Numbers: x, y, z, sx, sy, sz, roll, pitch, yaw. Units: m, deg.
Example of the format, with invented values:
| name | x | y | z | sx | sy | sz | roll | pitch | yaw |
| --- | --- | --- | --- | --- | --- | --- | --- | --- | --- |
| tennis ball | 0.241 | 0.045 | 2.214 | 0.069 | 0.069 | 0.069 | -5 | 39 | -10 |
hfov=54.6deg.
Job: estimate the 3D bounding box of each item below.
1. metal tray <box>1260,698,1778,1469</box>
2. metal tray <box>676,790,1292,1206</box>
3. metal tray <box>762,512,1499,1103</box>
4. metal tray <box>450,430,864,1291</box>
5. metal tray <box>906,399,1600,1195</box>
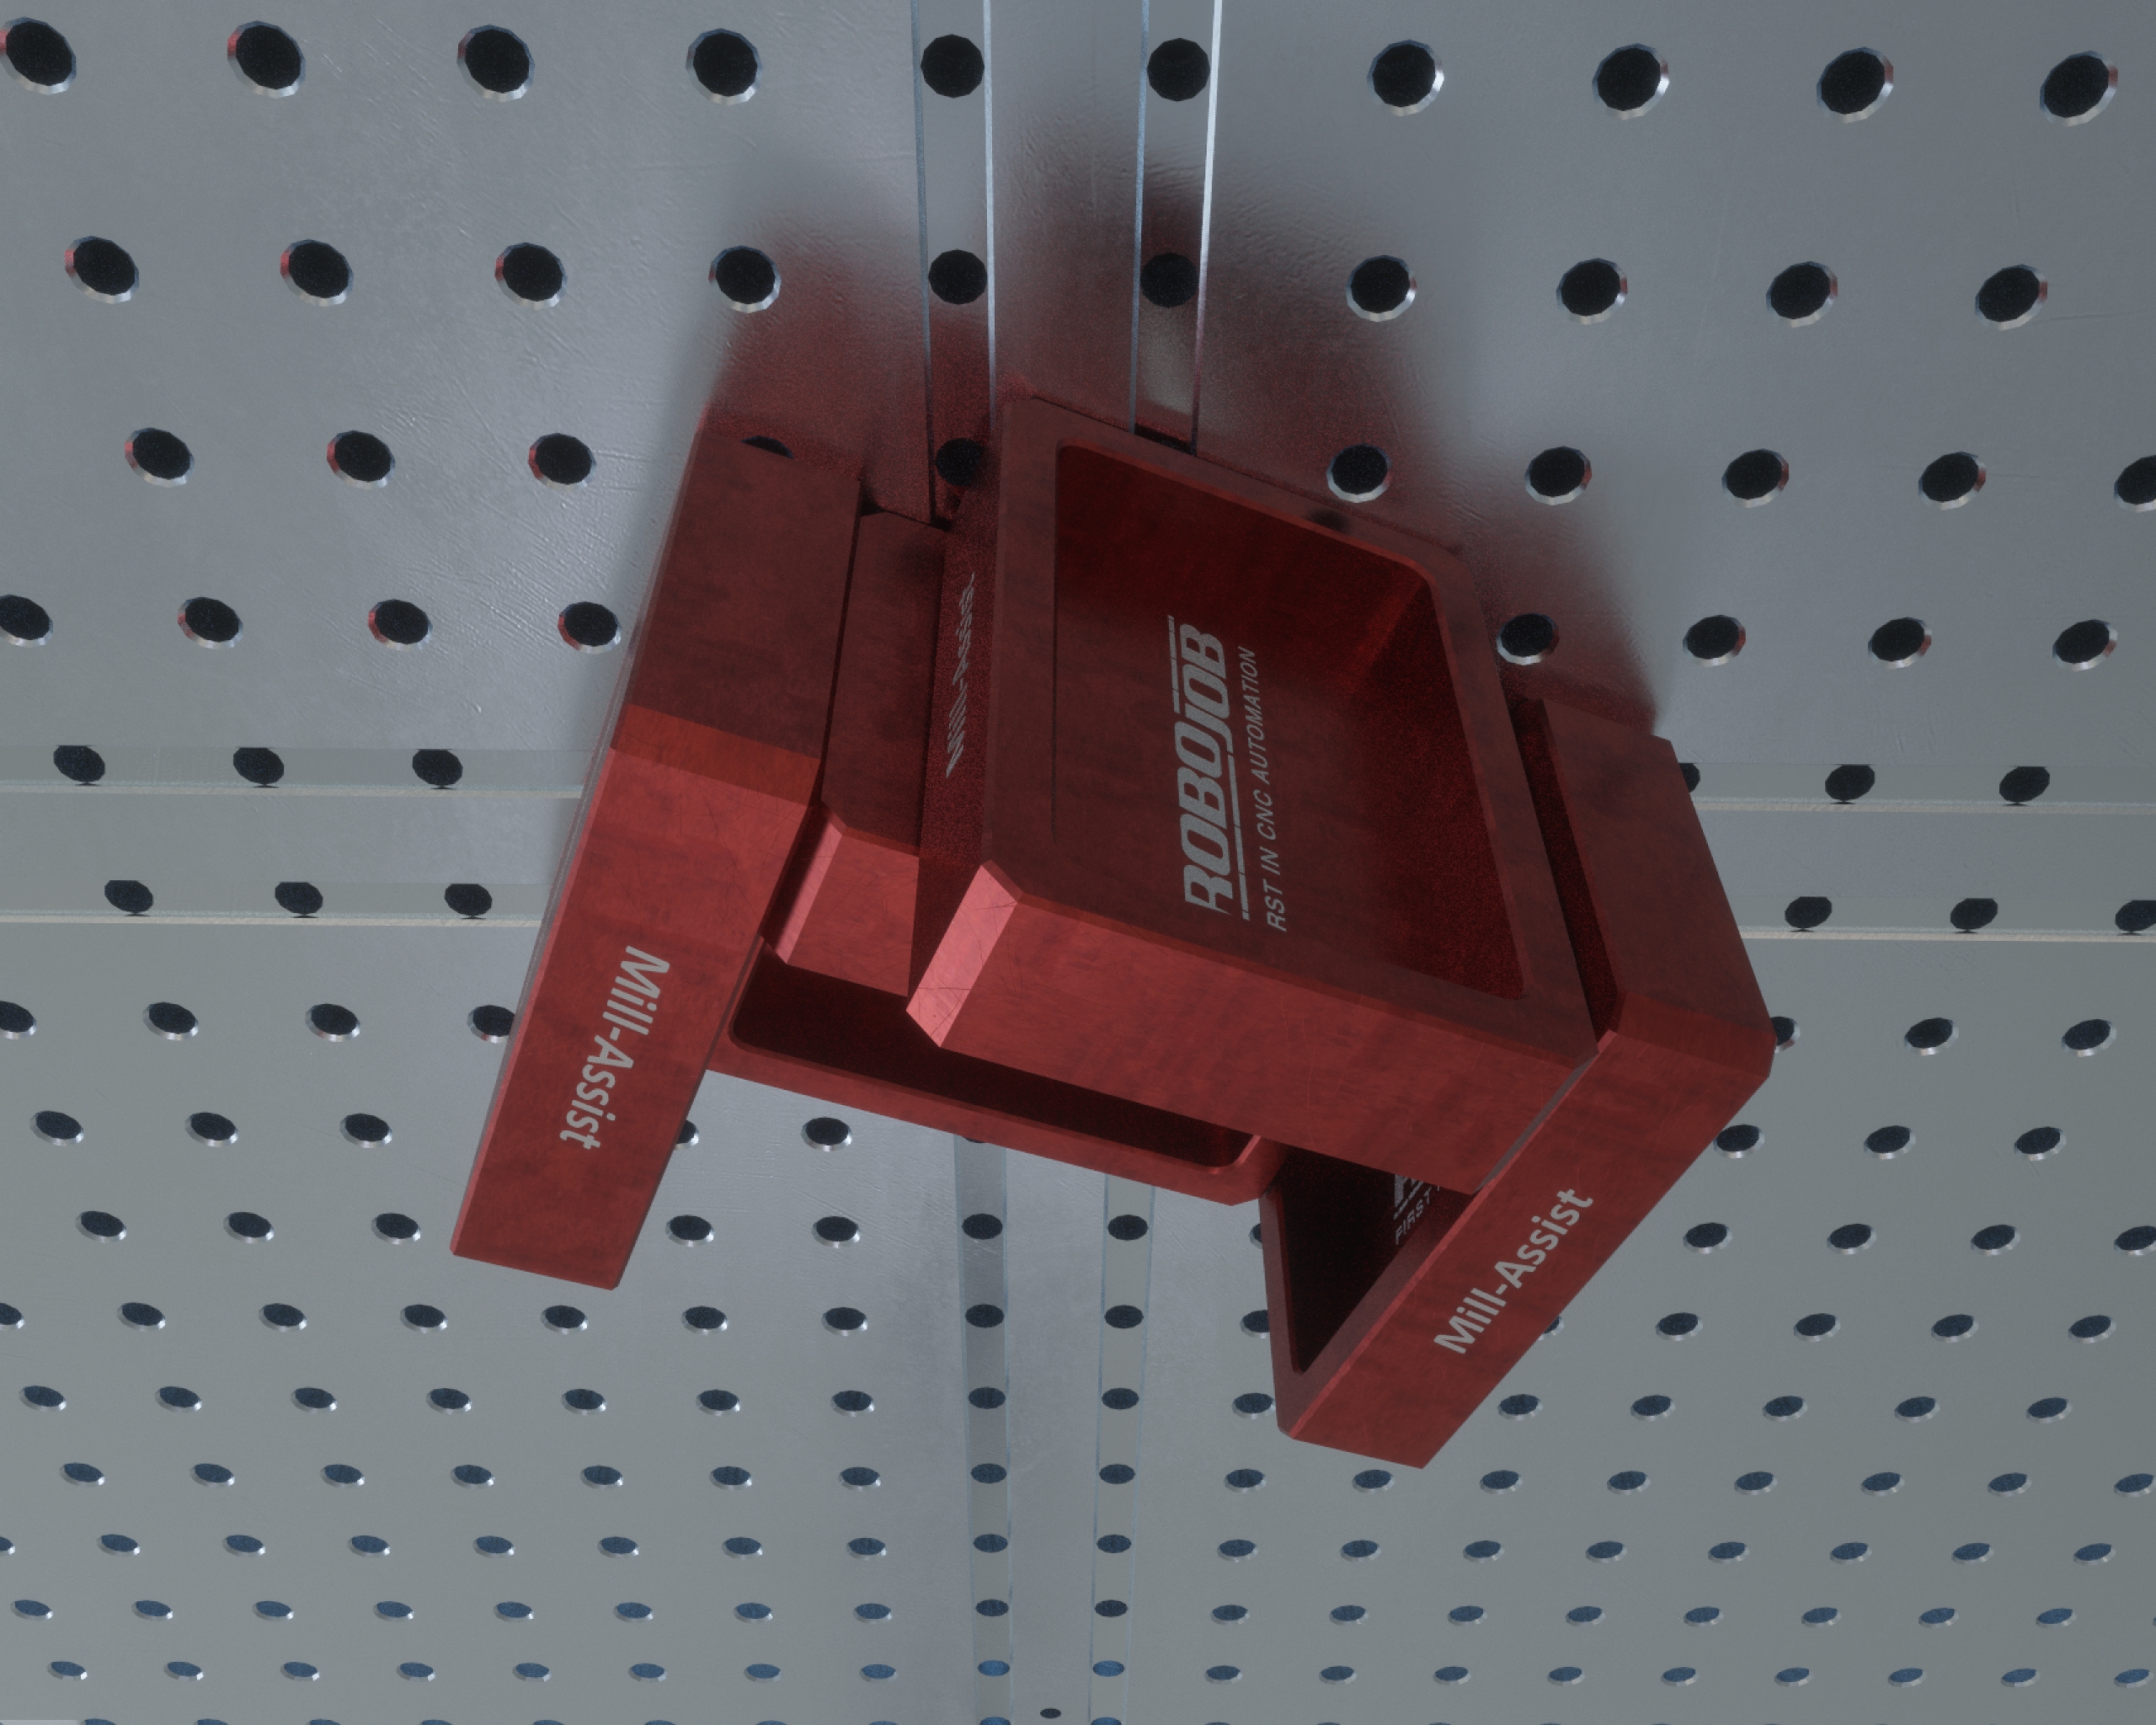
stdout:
| name | x | y | z | sx | sy | sz | roll | pitch | yaw |
| --- | --- | --- | --- | --- | --- | --- | --- | --- | --- |
| metal tray | 0.077 | 0.044 | 0.406 | 0.030 | 0.090 | 0.129 | 17 | 128 | -14 |
| metal tray | -0.006 | 0.017 | 0.422 | 0.131 | 0.030 | 0.089 | 17 | 128 | -15 |
| metal tray | 0.016 | -0.007 | 0.363 | 0.131 | 0.090 | 0.030 | 17 | 128 | -14 |
| metal tray | -0.075 | 0.001 | 0.369 | 0.030 | 0.090 | 0.129 | 17 | 128 | -14 |
| metal tray | 0.024 | -0.016 | 0.328 | 0.091 | 0.130 | 0.030 | 17 | 128 | -15 |
